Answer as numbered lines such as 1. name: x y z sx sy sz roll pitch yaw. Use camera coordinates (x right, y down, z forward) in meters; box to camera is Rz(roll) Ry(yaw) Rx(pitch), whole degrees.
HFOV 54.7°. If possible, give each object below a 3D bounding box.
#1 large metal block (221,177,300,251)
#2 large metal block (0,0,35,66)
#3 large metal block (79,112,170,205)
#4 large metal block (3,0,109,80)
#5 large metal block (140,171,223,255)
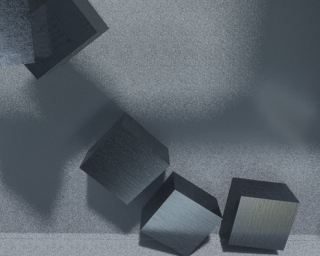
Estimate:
1. large metal block: 0.141 0.123 0.445 0.081 0.050 0.079 8 110 -3
2. large metal block: -0.164 -0.099 0.276 0.080 0.050 0.079 11 111 27
3. large metal block: -0.045 0.040 0.412 0.080 0.050 0.080 42 105 -14
4. large metal block: -0.109 -0.105 0.342 0.080 0.080 0.050 -34 107 11
5. large metal block: 0.029 0.123 0.444 0.080 0.050 0.080 34 106 -12
